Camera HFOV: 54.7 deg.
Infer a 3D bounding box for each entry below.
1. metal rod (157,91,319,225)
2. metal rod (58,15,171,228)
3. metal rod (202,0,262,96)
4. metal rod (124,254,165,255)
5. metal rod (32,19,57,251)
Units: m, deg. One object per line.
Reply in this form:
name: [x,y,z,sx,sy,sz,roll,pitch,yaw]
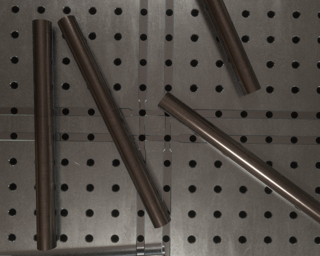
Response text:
metal rod: [0.125,0.050,0.415,0.301,0.025,0.025,36,90,-1]
metal rod: [-0.060,-0.008,0.412,0.025,0.025,0.299,-25,90,0]
metal rod: [0.064,-0.185,0.414,0.025,0.025,0.299,-24,90,0]
metal rod: [-0.143,0.189,0.411,0.302,0.025,0.025,-3,90,-1]
metal rod: [-0.153,0.009,0.411,0.025,0.025,0.298,-1,90,-1]
